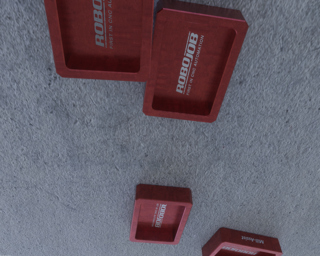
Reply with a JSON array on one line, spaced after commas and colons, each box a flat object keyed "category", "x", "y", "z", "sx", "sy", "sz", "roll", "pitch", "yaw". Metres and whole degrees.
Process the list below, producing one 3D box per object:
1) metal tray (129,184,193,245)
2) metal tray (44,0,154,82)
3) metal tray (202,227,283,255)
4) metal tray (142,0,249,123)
[{"category": "metal tray", "x": -0.002, "y": 0.152, "z": 0.532, "sx": 0.091, "sy": 0.030, "sz": 0.129, "roll": 6, "pitch": 130, "yaw": -6}, {"category": "metal tray", "x": -0.051, "y": -0.105, "z": 0.273, "sx": 0.091, "sy": 0.030, "sz": 0.129, "roll": 3, "pitch": 130, "yaw": -3}, {"category": "metal tray", "x": 0.160, "y": 0.244, "z": 0.612, "sx": 0.131, "sy": 0.030, "sz": 0.089, "roll": 15, "pitch": 129, "yaw": -13}, {"category": "metal tray", "x": 0.033, "y": -0.068, "z": 0.345, "sx": 0.091, "sy": 0.030, "sz": 0.129, "roll": 6, "pitch": 130, "yaw": -6}]
